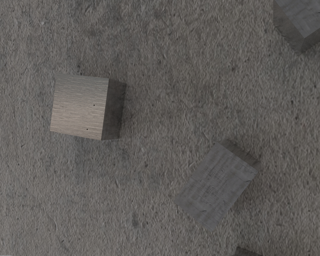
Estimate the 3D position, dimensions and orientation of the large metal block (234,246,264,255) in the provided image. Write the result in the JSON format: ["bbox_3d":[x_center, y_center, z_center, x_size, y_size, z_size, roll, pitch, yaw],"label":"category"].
[{"bbox_3d":[0.116,0.196,0.355,0.080,0.050,0.080,14,95,19],"label":"large metal block"}]

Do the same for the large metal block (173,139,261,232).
[{"bbox_3d":[0.069,0.060,0.355,0.050,0.080,0.080,37,102,16],"label":"large metal block"}]

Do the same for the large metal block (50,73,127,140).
[{"bbox_3d":[-0.099,-0.029,0.431,0.080,0.050,0.079,9,93,19],"label":"large metal block"}]

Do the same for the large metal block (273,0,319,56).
[{"bbox_3d":[0.167,-0.127,0.320,0.080,0.080,0.050,-35,79,17],"label":"large metal block"}]
